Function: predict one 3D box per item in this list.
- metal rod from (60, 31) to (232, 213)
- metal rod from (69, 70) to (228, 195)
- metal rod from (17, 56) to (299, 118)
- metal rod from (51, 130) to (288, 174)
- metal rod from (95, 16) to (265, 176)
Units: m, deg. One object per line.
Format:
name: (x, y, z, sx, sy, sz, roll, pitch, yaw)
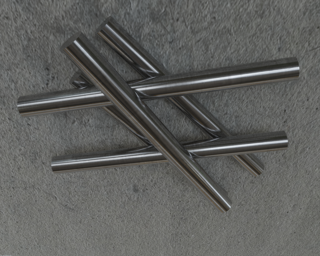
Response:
metal rod: (0.005, 0.015, 0.357, 0.025, 0.025, 0.300, -28, 126, 21)
metal rod: (0.002, 0.026, 0.430, 0.025, 0.025, 0.300, -33, 123, 25)
metal rod: (-0.007, -0.043, 0.339, 0.302, 0.025, 0.025, -7, 130, 5)
metal rod: (0.009, 0.033, 0.404, 0.302, 0.025, 0.025, -7, 130, 5)
metal rod: (0.043, -0.022, 0.390, 0.025, 0.025, 0.301, -35, 122, 26)
